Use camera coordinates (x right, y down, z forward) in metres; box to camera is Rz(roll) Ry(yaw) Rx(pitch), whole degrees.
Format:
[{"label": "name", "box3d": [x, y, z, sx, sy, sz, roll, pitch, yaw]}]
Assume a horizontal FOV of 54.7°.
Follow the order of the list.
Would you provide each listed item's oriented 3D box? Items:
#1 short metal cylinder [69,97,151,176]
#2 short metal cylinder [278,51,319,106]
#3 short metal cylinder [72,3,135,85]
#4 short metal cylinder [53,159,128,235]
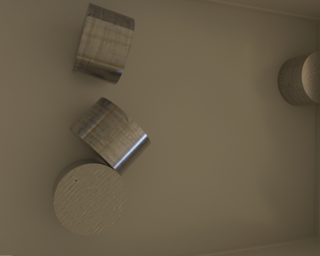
[{"label": "short metal cylinder", "box3d": [-0.057, 0.010, 0.360, 0.080, 0.080, 0.050, 46, 76, -14]}, {"label": "short metal cylinder", "box3d": [0.233, -0.075, 0.483, 0.081, 0.050, 0.080, 0, 90, -20]}, {"label": "short metal cylinder", "box3d": [-0.067, -0.095, 0.356, 0.050, 0.080, 0.080, 14, 85, -20]}, {"label": "short metal cylinder", "box3d": [-0.084, 0.079, 0.366, 0.081, 0.050, 0.080, 0, 90, -20]}]
